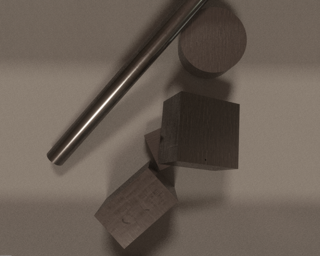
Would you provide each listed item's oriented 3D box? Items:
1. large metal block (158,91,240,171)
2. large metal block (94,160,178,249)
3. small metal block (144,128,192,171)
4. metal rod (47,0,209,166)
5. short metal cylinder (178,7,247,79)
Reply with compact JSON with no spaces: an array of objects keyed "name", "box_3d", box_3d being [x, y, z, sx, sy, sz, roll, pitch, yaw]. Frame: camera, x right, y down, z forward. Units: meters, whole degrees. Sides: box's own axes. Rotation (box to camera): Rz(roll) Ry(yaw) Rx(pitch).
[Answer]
[{"name":"large metal block","box_3d":[0.048,0.007,0.378,0.081,0.050,0.080,10,76,-22]},{"name":"large metal block","box_3d":[-0.027,0.089,0.384,0.080,0.080,0.050,-42,91,0]},{"name":"small metal block","box_3d":[0.012,0.022,0.412,0.050,0.025,0.050,-24,90,0]},{"name":"metal rod","box_3d":[-0.038,-0.066,0.381,0.025,0.025,0.299,43,101,-1]},{"name":"short metal cylinder","box_3d":[0.065,-0.107,0.400,0.081,0.050,0.079,0,90,-1]}]
